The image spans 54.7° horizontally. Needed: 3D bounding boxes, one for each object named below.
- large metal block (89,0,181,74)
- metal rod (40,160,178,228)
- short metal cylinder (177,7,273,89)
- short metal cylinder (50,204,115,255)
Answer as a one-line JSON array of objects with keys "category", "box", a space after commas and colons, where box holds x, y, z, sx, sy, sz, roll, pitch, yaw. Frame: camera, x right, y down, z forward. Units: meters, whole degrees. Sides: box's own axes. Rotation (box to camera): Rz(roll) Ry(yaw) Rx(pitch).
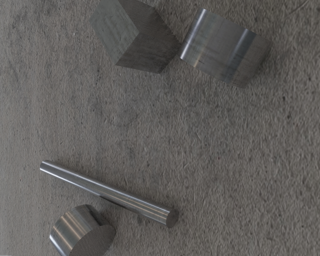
[{"category": "large metal block", "box": [-0.030, -0.120, 0.394, 0.050, 0.081, 0.080, -46, 63, 30]}, {"category": "metal rod", "box": [-0.099, 0.093, 0.486, 0.300, 0.025, 0.025, 11, 97, 39]}, {"category": "short metal cylinder", "box": [0.065, -0.081, 0.316, 0.080, 0.081, 0.050, 40, 114, 32]}, {"category": "short metal cylinder", "box": [-0.115, 0.163, 0.465, 0.050, 0.081, 0.079, 34, 111, 35]}]
